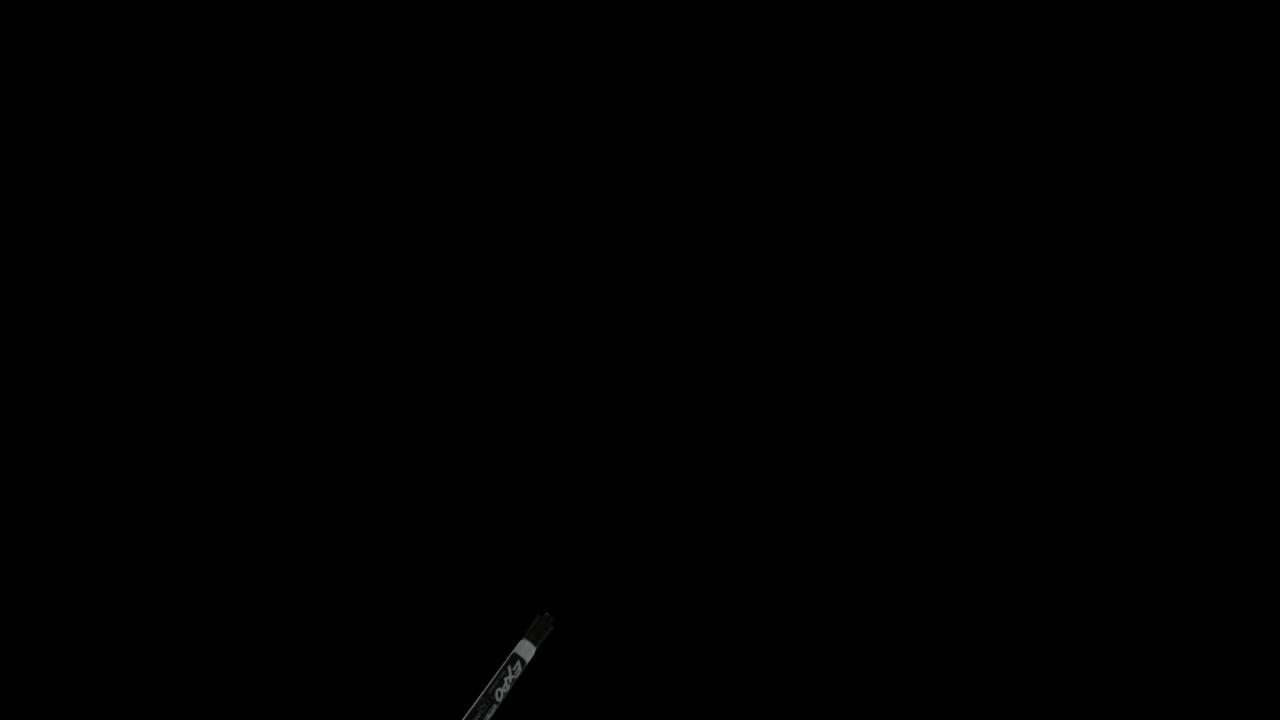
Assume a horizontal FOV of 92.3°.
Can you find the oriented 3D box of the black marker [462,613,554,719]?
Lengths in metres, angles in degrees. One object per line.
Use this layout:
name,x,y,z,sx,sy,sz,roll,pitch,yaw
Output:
black marker,-0.113,0.266,0.514,0.020,0.020,0.121,0,38,41
